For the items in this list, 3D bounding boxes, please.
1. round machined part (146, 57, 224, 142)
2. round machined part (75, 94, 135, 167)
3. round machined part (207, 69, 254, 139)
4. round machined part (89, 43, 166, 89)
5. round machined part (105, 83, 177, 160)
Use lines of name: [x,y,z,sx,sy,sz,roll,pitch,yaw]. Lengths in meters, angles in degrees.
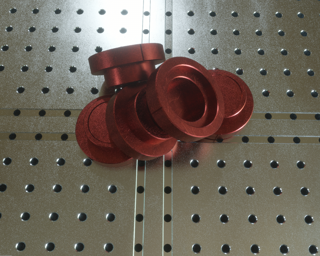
round machined part: [0.025,-0.030,0.363,0.099,0.042,0.098,14,65,-31]
round machined part: [-0.061,-0.001,0.402,0.099,0.042,0.098,0,70,-1]
round machined part: [0.077,-0.037,0.417,0.099,0.042,0.098,0,70,-1]
round machined part: [-0.040,-0.078,0.406,0.099,0.098,0.042,-12,96,-5]
round machined part: [-0.013,-0.012,0.382,0.099,0.042,0.098,17,61,-33]
